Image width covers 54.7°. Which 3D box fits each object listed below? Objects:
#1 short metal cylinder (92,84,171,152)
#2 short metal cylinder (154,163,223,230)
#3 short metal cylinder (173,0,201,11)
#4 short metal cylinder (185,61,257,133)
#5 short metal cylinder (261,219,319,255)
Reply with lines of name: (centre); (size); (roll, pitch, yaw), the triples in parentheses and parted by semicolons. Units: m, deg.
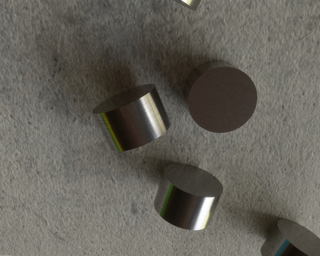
short metal cylinder: (-0.034, -0.014, 0.375); (0.080, 0.080, 0.050); (-21, 109, 7)
short metal cylinder: (0.037, 0.089, 0.414); (0.081, 0.080, 0.050); (15, 109, -6)
short metal cylinder: (0.015, -0.165, 0.320); (0.080, 0.080, 0.050); (27, 108, -10)
short metal cylinder: (0.073, -0.040, 0.383); (0.081, 0.050, 0.079); (0, 110, -1)
short metal cylinder: (0.196, 0.180, 0.450); (0.080, 0.080, 0.050); (22, 109, -8)
